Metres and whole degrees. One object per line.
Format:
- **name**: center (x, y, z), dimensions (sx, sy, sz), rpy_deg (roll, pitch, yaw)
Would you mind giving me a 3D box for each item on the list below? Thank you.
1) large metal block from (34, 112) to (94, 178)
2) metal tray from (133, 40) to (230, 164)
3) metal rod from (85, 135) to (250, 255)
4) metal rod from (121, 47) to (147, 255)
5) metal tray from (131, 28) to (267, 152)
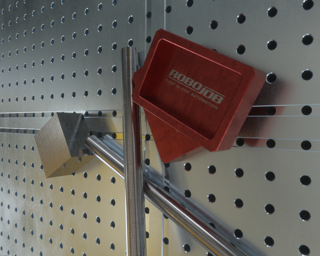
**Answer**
- **large metal block**: center (-0.161, 0.029, 0.522), dimensions (0.080, 0.050, 0.080), rpy_deg (-36, 68, 33)
- **metal tray**: center (0.023, -0.032, 0.385), dimensions (0.090, 0.030, 0.129), rpy_deg (-31, 71, 35)
- **metal rod**: center (-0.006, 0.088, 0.412), dimensions (0.300, 0.025, 0.025), rpy_deg (32, 110, 35)
- **metal rod**: center (-0.036, 0.034, 0.410), dimensions (0.025, 0.025, 0.299), rpy_deg (-14, 73, 39)
- **metal tray**: center (0.034, -0.043, 0.336), dimensions (0.130, 0.030, 0.089), rpy_deg (34, 110, 33)
